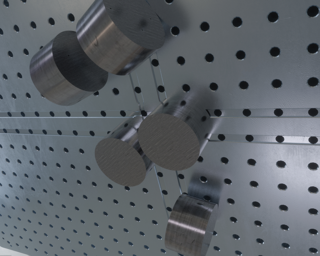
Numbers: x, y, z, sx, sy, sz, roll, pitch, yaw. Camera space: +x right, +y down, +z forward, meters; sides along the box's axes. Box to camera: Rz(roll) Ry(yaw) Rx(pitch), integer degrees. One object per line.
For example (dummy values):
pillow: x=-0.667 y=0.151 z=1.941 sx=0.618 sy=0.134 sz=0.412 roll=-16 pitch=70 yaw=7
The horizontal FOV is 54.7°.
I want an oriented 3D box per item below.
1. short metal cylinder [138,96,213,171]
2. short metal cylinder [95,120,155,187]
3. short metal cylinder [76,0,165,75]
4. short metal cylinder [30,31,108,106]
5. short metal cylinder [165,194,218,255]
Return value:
short metal cylinder: x=0.020 y=0.006 z=0.389 sx=0.080 sy=0.050 sz=0.079 roll=13 pitch=124 yaw=21
short metal cylinder: x=-0.044 y=0.036 z=0.441 sx=0.080 sy=0.050 sz=0.079 roll=13 pitch=124 yaw=20
short metal cylinder: x=-0.041 y=-0.104 z=0.333 sx=0.050 sy=0.080 sz=0.080 roll=-33 pitch=100 yaw=38
short metal cylinder: x=-0.113 y=-0.074 z=0.390 sx=0.050 sy=0.080 sz=0.080 roll=-22 pitch=107 yaw=36
short metal cylinder: x=0.046 y=0.139 z=0.438 sx=0.050 sy=0.080 sz=0.079 roll=13 pitch=124 yaw=21
